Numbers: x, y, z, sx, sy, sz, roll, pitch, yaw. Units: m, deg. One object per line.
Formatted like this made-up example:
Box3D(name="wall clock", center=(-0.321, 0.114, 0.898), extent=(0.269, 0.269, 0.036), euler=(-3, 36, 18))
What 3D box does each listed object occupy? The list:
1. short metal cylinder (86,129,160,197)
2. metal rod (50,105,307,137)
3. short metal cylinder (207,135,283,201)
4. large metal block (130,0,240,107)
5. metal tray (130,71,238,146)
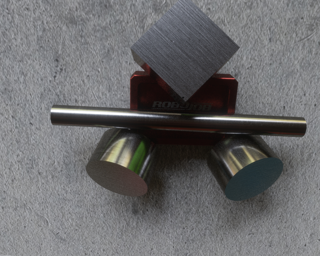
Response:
Box3D(name="short metal cylinder", center=(-0.046, 0.045, 0.394), extent=(0.080, 0.050, 0.080), euler=(13, 143, 11))
Box3D(name="metal rod", center=(0.023, -0.008, 0.376), extent=(0.302, 0.025, 0.025), euler=(3, 110, -2))
Box3D(name="short metal cylinder", center=(0.108, 0.049, 0.399), extent=(0.081, 0.050, 0.079), euler=(-14, 135, -14))
Box3D(name="large metal block", center=(0.026, -0.082, 0.345), extent=(0.080, 0.050, 0.080), euler=(45, 87, 2))
Box3D(name="metal tray", center=(0.028, -0.025, 0.400), extent=(0.131, 0.030, 0.089), euler=(2, 110, -1))
